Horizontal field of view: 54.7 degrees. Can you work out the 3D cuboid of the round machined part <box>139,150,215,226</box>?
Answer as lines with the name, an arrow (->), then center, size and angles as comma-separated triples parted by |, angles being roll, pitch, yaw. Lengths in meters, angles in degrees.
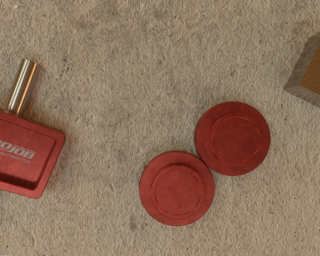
round machined part -> 0.022, 0.079, 0.402 | 0.099, 0.042, 0.097 | 0, 90, 0

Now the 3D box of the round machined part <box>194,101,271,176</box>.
round machined part -> 0.095, 0.014, 0.402 | 0.099, 0.042, 0.097 | 0, 90, 0

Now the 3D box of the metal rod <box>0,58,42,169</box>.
metal rod -> -0.221, 0.053, 0.408 | 0.025, 0.025, 0.299 | 20, 90, 0

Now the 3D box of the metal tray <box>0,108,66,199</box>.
metal tray -> -0.196, 0.025, 0.382 | 0.131, 0.030, 0.090 | 23, 89, -21

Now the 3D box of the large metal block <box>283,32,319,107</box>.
large metal block -> 0.222, -0.070, 0.399 | 0.080, 0.050, 0.080 | 26, 90, 0
